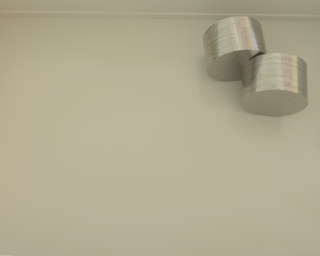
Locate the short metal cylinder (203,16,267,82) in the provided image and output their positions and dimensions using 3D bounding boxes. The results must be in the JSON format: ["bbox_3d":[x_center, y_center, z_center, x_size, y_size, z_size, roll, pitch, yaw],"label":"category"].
[{"bbox_3d":[0.101,-0.104,0.419,0.081,0.080,0.050,-4,70,-1],"label":"short metal cylinder"}]

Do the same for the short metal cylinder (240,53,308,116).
[{"bbox_3d":[0.147,-0.053,0.401,0.080,0.080,0.050,8,71,3],"label":"short metal cylinder"}]
